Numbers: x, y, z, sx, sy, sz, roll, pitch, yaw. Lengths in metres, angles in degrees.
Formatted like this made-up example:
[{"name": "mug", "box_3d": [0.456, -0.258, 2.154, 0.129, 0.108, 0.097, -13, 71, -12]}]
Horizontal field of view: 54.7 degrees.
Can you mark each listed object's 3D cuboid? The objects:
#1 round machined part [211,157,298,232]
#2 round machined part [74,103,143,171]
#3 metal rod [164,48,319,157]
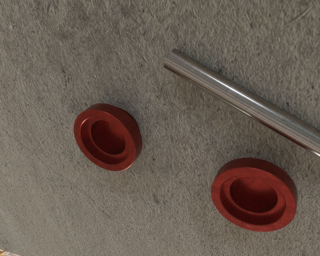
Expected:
[{"name": "round machined part", "box_3d": [0.116, 0.076, 0.381, 0.098, 0.042, 0.097, 13, 124, 20]}, {"name": "round machined part", "box_3d": [-0.068, 0.009, 0.436, 0.098, 0.042, 0.097, 13, 124, 20]}, {"name": "metal rod", "box_3d": [0.139, -0.002, 0.332, 0.301, 0.025, 0.025, 31, 128, 7]}]
